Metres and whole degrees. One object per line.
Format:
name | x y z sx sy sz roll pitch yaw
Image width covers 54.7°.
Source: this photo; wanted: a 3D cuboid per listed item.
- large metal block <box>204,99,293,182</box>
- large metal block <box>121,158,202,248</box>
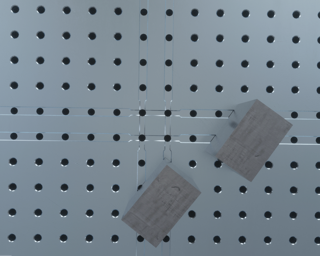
large metal block | 0.106 0.014 0.387 0.050 0.080 0.080 36 90 -1
large metal block | 0.001 0.087 0.386 0.050 0.080 0.080 39 90 -1
